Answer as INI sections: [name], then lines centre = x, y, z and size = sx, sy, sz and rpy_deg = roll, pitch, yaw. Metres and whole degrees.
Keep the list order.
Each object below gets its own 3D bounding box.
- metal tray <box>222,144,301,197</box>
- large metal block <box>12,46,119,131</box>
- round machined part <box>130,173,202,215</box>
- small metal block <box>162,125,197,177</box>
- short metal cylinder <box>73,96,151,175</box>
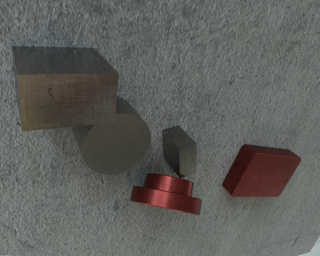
[metal tray]
centre = 0.184, 0.079, 0.556
size = 0.131, 0.030, 0.089
rpy_deg = 8, 114, -32
[large metal block]
centre = -0.093, -0.042, 0.296
size = 0.081, 0.080, 0.050
rpy_deg = -6, 121, -26
[round machined part]
centre = 0.011, 0.091, 0.435
size = 0.099, 0.098, 0.042
rpy_deg = 23, 73, -37
[small metal block]
centre = 0.026, 0.032, 0.427
size = 0.025, 0.050, 0.050
rpy_deg = -17, 125, -20
[short metal cylinder]
centre = -0.057, 0.008, 0.365
size = 0.081, 0.050, 0.079
rpy_deg = -14, 125, -21
